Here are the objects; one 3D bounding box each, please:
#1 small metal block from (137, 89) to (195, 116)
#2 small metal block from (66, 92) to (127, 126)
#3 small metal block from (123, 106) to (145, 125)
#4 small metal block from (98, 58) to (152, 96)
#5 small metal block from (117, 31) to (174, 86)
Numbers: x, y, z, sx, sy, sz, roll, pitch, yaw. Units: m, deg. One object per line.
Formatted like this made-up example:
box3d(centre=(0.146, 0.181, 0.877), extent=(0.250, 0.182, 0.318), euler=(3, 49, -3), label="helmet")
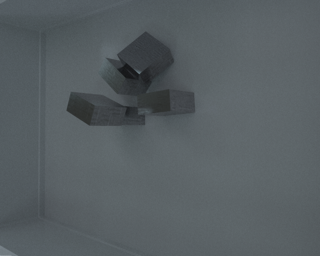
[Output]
box3d(centre=(0.008, -0.030, 0.382), extent=(0.050, 0.050, 0.025), euler=(-5, 87, 39), label="small metal block")
box3d(centre=(-0.079, -0.024, 0.389), extent=(0.050, 0.050, 0.025), euler=(28, 108, 36), label="small metal block")
box3d(centre=(-0.056, -0.017, 0.435), extent=(0.050, 0.050, 0.025), euler=(2, 91, 39), label="small metal block")
box3d(centre=(-0.048, -0.070, 0.428), extent=(0.050, 0.050, 0.025), euler=(46, 118, 30), label="small metal block")
box3d(centre=(-0.019, -0.091, 0.405), extent=(0.050, 0.025, 0.050), euler=(-41, 59, -8), label="small metal block")
